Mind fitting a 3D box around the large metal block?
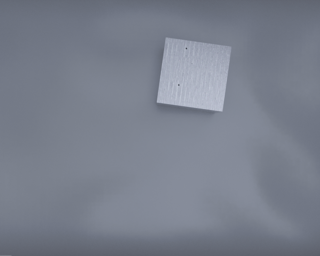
[{"bbox_3d":[0.041,-0.065,0.399,0.081,0.050,0.080,8,90,-1],"label":"large metal block"}]
